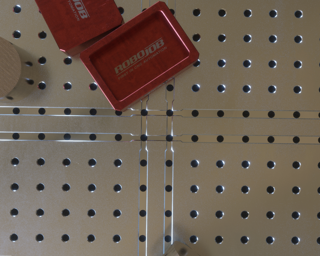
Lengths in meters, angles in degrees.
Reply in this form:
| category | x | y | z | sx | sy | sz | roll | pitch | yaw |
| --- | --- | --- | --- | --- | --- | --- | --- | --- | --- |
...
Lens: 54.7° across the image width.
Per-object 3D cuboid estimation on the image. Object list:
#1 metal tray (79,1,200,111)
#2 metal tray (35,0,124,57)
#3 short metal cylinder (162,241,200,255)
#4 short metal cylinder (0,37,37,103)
| category | x | y | z | sx | sy | sz | roll | pitch | yaw |
| --- | --- | --- | --- | --- | --- | --- | --- | --- | --- |
| metal tray | -0.026 | -0.092 | 0.410 | 0.130 | 0.030 | 0.090 | -34 | 90 | 0 |
| metal tray | -0.115 | -0.173 | 0.410 | 0.090 | 0.030 | 0.130 | -27 | 90 | 0 |
| short metal cylinder | 0.032 | 0.189 | 0.386 | 0.080 | 0.080 | 0.050 | 40 | 90 | 0 |
| short metal cylinder | -0.208 | -0.074 | 0.399 | 0.081 | 0.050 | 0.079 | 0 | 90 | 0 |
